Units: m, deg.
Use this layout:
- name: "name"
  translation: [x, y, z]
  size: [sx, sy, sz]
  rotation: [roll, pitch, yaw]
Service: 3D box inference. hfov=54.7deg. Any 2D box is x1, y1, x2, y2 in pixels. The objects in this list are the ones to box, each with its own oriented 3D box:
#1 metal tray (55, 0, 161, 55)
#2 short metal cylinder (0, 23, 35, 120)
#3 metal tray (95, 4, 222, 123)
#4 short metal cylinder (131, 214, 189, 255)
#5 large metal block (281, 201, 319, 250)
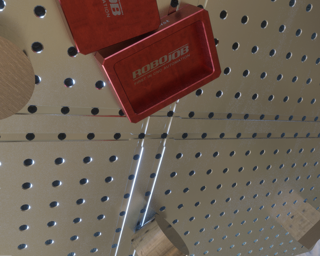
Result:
- name: "metal tray"
  translation: [-0.057, -0.145, 0.287]
  size: [0.091, 0.030, 0.129]
  rotation: [-24, 127, -14]
- name: "short metal cylinder"
  translation: [-0.158, -0.052, 0.277]
  size: [0.081, 0.050, 0.079]
  rotation: [-14, 125, -21]
- name: "metal tray"
  translation: [0.003, -0.074, 0.363]
  size: [0.131, 0.030, 0.090]
  rotation: [-30, 129, -9]
- name: "short metal cylinder"
  translation: [0.000, 0.185, 0.490]
  size: [0.050, 0.080, 0.080]
  rotation: [-43, 130, 1]
- name: "large metal block"
  translation: [0.345, 0.229, 0.725]
  size: [0.080, 0.050, 0.080]
  rotation: [-47, 129, 5]
